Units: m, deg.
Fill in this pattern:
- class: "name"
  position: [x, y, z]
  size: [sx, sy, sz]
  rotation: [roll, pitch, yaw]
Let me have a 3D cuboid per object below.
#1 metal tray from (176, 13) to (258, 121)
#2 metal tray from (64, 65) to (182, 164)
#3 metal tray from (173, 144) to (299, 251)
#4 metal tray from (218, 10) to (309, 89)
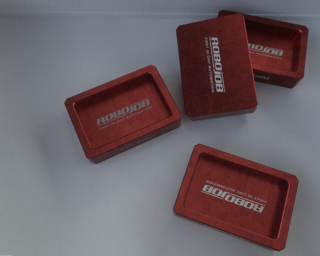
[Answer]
- class: "metal tray"
  position: [0.074, -0.080, 0.414]
  size: [0.090, 0.030, 0.129]
  rotation: [-8, 78, 13]
- class: "metal tray"
  position: [-0.048, -0.020, 0.413]
  size: [0.131, 0.030, 0.090]
  rotation: [-24, 72, -9]
- class: "metal tray"
  position: [0.091, 0.083, 0.377]
  size: [0.131, 0.030, 0.090]
  rotation: [19, 71, 6]
- class: "metal tray"
  position: [0.140, -0.115, 0.449]
  size: [0.131, 0.030, 0.090]
  rotation: [13, 70, 4]
